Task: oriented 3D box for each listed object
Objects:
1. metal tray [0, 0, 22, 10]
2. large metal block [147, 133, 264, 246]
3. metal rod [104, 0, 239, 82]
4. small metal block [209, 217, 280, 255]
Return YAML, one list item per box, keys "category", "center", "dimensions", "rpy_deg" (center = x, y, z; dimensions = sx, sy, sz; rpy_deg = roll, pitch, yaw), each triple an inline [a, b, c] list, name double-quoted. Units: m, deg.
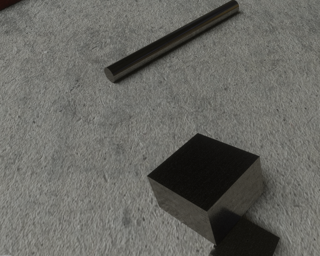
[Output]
- category: "metal tray"
  center: [-0.324, -0.290, 0.641]
  dimensions: [0.090, 0.030, 0.131]
  rpy_deg: [30, 56, 22]
- category: "large metal block"
  center: [0.048, 0.058, 0.322]
  dimensions: [0.080, 0.050, 0.080]
  rpy_deg: [-38, 38, -27]
- category: "metal rod"
  center: [0.033, -0.159, 0.536]
  dimensions: [0.302, 0.025, 0.025]
  rpy_deg: [-35, 59, -26]
- category: "small metal block"
  center: [0.081, 0.120, 0.303]
  dimensions: [0.050, 0.025, 0.050]
  rpy_deg: [27, 55, 20]
